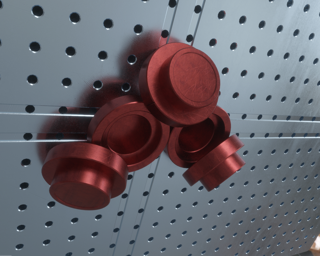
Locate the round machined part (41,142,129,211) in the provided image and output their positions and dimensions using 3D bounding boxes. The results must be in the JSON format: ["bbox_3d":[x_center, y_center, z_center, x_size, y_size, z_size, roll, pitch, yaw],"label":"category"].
[{"bbox_3d":[-0.088,0.062,0.361,0.099,0.042,0.097,3,140,3],"label":"round machined part"}]

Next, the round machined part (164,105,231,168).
[{"bbox_3d":[0.045,0.004,0.429,0.099,0.042,0.097,-14,125,-21],"label":"round machined part"}]

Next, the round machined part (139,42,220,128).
[{"bbox_3d":[0.029,-0.052,0.352,0.099,0.042,0.098,6,78,-28],"label":"round machined part"}]

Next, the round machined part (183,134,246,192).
[{"bbox_3d":[0.084,0.055,0.447,0.098,0.042,0.098,-36,167,-9],"label":"round machined part"}]

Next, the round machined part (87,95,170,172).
[{"bbox_3d":[-0.041,0.004,0.380,0.099,0.042,0.097,-14,125,-21],"label":"round machined part"}]
